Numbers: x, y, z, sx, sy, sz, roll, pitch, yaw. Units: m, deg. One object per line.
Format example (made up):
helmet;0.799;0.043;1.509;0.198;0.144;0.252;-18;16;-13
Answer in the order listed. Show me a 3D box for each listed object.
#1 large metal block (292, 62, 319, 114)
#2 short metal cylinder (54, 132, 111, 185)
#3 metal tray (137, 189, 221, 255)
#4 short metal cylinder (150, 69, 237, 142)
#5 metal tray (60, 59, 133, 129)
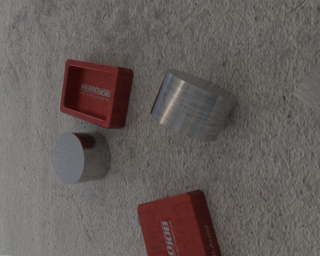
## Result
large metal block;0.172;-0.033;0.246;0.080;0.050;0.080;49;119;29
short metal cylinder;-0.124;0.046;0.491;0.080;0.050;0.079;0;90;40
metal tray;0.026;0.149;0.380;0.090;0.030;0.129;-24;75;37
short metal cylinder;0.036;-0.026;0.339;0.080;0.081;0.050;35;112;34
metal tray;-0.104;-0.056;0.487;0.130;0.030;0.089;17;101;38
